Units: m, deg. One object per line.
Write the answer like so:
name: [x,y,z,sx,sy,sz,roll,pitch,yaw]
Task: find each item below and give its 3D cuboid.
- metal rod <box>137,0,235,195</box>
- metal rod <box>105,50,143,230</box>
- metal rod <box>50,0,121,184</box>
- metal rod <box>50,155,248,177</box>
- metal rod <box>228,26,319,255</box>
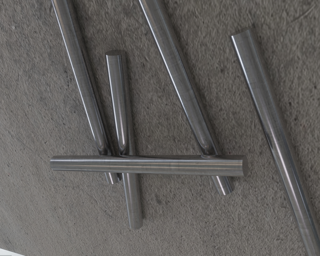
metal rod: [0.029,-0.048,0.361,0.025,0.025,0.299,-11,113,33]
metal rod: [-0.048,0.036,0.454,0.025,0.025,0.298,11,123,22]
metal rod: [-0.098,-0.049,0.428,0.025,0.025,0.298,4,120,26]
metal rod: [-0.035,0.049,0.421,0.300,0.025,0.025,-3,117,29]
metal rod: [0.141,0.032,0.352,0.025,0.025,0.299,-13,112,33]
